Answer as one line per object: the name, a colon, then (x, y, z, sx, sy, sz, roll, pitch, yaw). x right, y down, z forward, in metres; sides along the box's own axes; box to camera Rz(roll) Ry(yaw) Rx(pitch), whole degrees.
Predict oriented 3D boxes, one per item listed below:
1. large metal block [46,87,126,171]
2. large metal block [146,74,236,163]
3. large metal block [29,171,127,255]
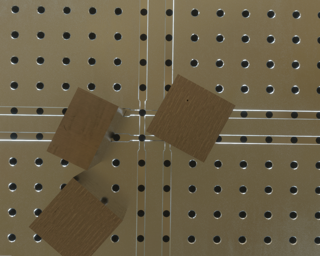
large metal block: (-0.086, 0.001, 0.385, 0.050, 0.080, 0.080, 26, 90, -1)
large metal block: (0.038, -0.012, 0.401, 0.080, 0.050, 0.080, 29, 90, -1)
large metal block: (-0.102, 0.116, 0.400, 0.080, 0.050, 0.080, 41, 90, -1)
